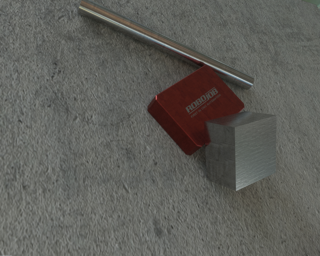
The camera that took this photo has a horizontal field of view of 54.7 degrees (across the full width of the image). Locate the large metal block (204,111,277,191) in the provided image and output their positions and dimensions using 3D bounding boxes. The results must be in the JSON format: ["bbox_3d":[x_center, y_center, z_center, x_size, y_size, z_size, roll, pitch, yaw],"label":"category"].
[{"bbox_3d":[0.107,0.026,0.407,0.081,0.050,0.079,-14,107,-34],"label":"large metal block"}]

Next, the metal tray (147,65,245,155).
[{"bbox_3d":[0.056,-0.031,0.451,0.090,0.030,0.131,49,51,6],"label":"metal tray"}]

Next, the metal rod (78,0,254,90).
[{"bbox_3d":[0.020,-0.128,0.494,0.302,0.025,0.025,21,54,-16],"label":"metal rod"}]
